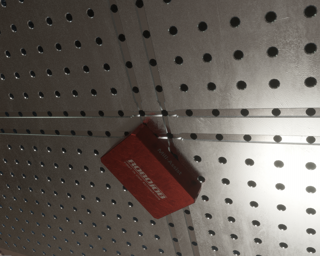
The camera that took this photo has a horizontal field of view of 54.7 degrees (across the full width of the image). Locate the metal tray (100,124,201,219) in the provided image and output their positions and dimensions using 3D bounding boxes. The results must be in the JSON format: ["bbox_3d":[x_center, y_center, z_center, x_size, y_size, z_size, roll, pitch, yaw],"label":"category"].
[{"bbox_3d":[-0.015,0.067,0.456,0.130,0.030,0.090,48,128,-6],"label":"metal tray"}]
